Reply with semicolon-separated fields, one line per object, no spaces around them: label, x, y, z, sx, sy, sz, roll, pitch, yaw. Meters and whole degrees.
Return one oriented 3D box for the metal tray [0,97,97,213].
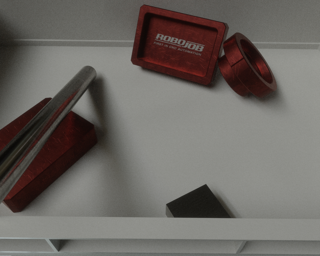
metal tray;-0.154;0.026;0.378;0.090;0.030;0.131;30;56;22

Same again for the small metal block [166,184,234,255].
small metal block;0.040;0.095;0.326;0.050;0.025;0.050;-23;54;-18

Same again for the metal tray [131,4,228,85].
metal tray;0.027;-0.126;0.467;0.130;0.089;0.030;18;21;14

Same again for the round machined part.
round machined part;0.121;-0.084;0.444;0.098;0.042;0.098;32;40;-31

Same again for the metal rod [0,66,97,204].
metal rod;-0.116;-0.017;0.342;0.025;0.025;0.300;2;27;2
